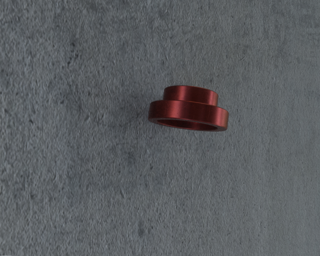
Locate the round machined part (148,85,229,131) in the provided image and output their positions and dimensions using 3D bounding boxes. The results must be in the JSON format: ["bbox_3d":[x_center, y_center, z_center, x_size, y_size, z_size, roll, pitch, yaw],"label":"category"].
[{"bbox_3d":[0.036,-0.024,0.387,0.099,0.098,0.042,13,82,-39],"label":"round machined part"}]
